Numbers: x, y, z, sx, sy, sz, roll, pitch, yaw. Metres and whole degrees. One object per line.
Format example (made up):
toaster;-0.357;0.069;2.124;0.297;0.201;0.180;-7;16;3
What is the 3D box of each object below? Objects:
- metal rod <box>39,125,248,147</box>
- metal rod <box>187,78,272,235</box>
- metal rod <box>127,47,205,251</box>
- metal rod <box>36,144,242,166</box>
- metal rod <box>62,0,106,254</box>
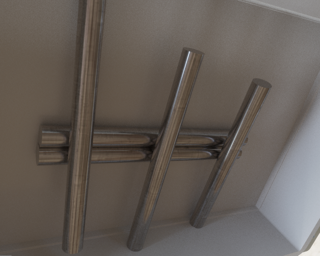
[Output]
metal rod;-0.001;0.013;0.416;0.303;0.025;0.025;2;118;-30
metal rod;0.094;0.063;0.470;0.025;0.025;0.298;-4;129;-27
metal rod;0.000;0.045;0.404;0.025;0.025;0.298;1;118;-30
metal rod;-0.008;0.034;0.426;0.303;0.025;0.025;2;118;-30
metal rod;-0.085;0.007;0.335;0.025;0.025;0.298;-1;111;-29
